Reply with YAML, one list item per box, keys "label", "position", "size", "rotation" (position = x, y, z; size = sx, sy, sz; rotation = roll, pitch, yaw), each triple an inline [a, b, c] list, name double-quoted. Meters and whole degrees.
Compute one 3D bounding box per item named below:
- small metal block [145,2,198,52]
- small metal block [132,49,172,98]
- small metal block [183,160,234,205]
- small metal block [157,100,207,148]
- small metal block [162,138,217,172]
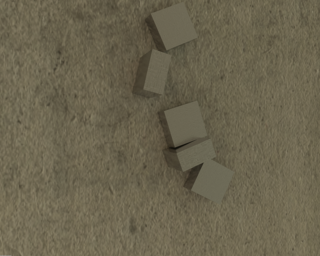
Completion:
- label: "small metal block"
  position: [0.015, -0.133, 0.416]
  size: [0.050, 0.025, 0.050]
  rotation: [-27, 99, -18]
- label: "small metal block"
  position: [-0.011, -0.067, 0.392]
  size: [0.025, 0.050, 0.050]
  rotation: [14, 85, -20]
- label: "small metal block"
  position: [0.069, 0.072, 0.436]
  size: [0.050, 0.025, 0.050]
  rotation: [29, 80, -18]
- label: "small metal block"
  position: [0.030, -0.006, 0.421]
  size: [0.050, 0.025, 0.050]
  rotation: [-19, 97, -19]
- label: "small metal block"
  position: [0.038, 0.034, 0.411]
  size: [0.050, 0.050, 0.025]
  rotation: [-22, 98, -19]
